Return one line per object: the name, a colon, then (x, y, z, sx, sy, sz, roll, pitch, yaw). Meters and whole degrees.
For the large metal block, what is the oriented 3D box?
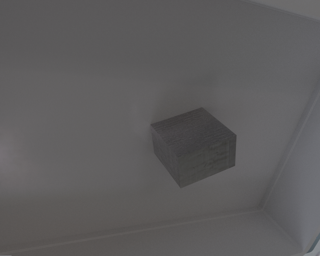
large metal block: (0.043, 0.022, 0.409, 0.081, 0.080, 0.050, -19, 126, -17)
